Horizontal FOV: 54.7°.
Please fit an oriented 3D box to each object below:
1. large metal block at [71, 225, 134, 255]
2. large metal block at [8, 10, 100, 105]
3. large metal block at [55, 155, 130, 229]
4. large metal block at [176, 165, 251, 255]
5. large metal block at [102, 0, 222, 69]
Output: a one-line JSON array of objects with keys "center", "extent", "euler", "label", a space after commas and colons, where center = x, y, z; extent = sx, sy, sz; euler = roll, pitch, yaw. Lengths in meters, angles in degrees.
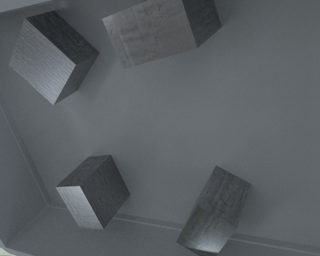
[{"center": [-0.107, 0.230, 0.572], "extent": [0.080, 0.080, 0.050], "euler": [25, 127, 12], "label": "large metal block"}, {"center": [-0.140, -0.091, 0.408], "extent": [0.080, 0.050, 0.080], "euler": [43, 129, -2], "label": "large metal block"}, {"center": [-0.101, 0.099, 0.486], "extent": [0.050, 0.080, 0.080], "euler": [-9, 114, 32], "label": "large metal block"}, {"center": [0.070, 0.110, 0.404], "extent": [0.050, 0.080, 0.079], "euler": [28, 128, 10], "label": "large metal block"}, {"center": [0.006, -0.103, 0.305], "extent": [0.080, 0.080, 0.050], "euler": [-8, 114, 31], "label": "large metal block"}]
